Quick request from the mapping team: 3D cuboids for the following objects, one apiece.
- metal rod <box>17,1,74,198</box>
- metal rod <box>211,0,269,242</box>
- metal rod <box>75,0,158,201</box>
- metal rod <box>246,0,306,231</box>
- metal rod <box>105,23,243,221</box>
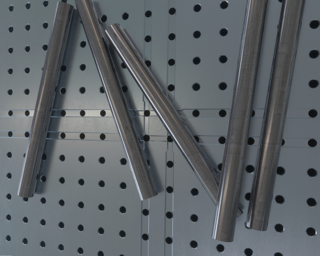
[{"bbox_3d":[-0.176,-0.040,0.475,0.025,0.025,0.298,15,95,19],"label":"metal rod"},{"bbox_3d":[0.095,-0.020,0.363,0.025,0.025,0.299,8,87,20],"label":"metal rod"},{"bbox_3d":[-0.063,-0.047,0.435,0.025,0.025,0.299,-22,83,19],"label":"metal rod"},{"bbox_3d":[0.137,-0.029,0.364,0.025,0.025,0.298,9,93,20],"label":"metal rod"},{"bbox_3d":[0.012,-0.014,0.408,0.025,0.025,0.299,-36,79,16],"label":"metal rod"}]
